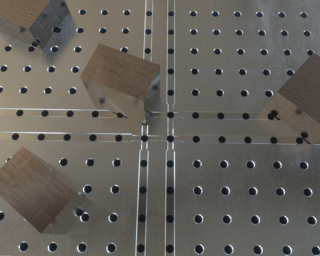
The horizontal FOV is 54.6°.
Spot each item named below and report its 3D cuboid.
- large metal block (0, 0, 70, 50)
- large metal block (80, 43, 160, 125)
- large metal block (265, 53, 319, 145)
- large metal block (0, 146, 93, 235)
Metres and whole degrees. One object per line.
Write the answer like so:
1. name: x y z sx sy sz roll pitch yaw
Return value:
1. large metal block: -0.197 -0.176 0.462 0.080 0.050 0.080 24 72 8
2. large metal block: -0.047 -0.054 0.402 0.080 0.080 0.050 21 72 7
3. large metal block: 0.204 -0.038 0.414 0.080 0.050 0.080 42 75 14
4. large metal block: -0.132 0.075 0.355 0.080 0.080 0.050 37 74 12
